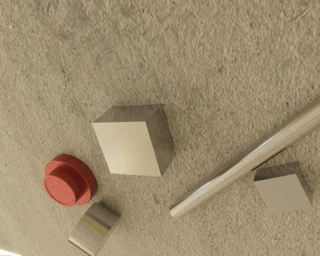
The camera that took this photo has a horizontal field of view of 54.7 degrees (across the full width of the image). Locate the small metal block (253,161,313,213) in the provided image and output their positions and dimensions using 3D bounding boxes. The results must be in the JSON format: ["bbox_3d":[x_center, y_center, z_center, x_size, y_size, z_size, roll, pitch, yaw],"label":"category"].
[{"bbox_3d":[0.149,0.072,0.373,0.050,0.025,0.050,-20,108,35],"label":"small metal block"}]

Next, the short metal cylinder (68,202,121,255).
[{"bbox_3d":[-0.112,0.176,0.537,0.050,0.080,0.079,32,128,7],"label":"short metal cylinder"}]

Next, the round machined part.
[{"bbox_3d":[-0.162,0.098,0.539,0.098,0.042,0.097,13,124,20],"label":"round machined part"}]

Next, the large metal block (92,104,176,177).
[{"bbox_3d":[-0.033,0.016,0.416,0.080,0.050,0.080,-1,118,28],"label":"large metal block"}]

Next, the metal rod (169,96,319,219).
[{"bbox_3d":[0.105,0.042,0.377,0.025,0.025,0.298,42,129,-2],"label":"metal rod"}]
